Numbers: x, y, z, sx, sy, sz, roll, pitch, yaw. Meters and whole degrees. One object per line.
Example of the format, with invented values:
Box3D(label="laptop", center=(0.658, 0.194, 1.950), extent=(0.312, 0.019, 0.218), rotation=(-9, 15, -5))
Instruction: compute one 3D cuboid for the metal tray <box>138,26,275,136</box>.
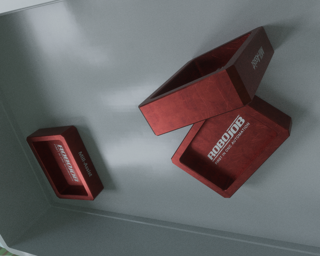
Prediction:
Box3D(label="metal tray", center=(0.048, -0.047, 0.286), extent=(0.090, 0.131, 0.030), rotation=(-20, 108, 35))

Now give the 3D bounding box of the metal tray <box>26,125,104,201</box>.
Box3D(label="metal tray", center=(-0.160, 0.062, 0.528), extent=(0.090, 0.030, 0.129), rotation=(-5, 116, 30))

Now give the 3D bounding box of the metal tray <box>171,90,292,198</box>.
Box3D(label="metal tray", center=(0.080, 0.017, 0.373), extent=(0.090, 0.030, 0.129), rotation=(34, 129, 6))
